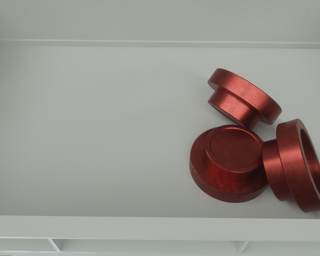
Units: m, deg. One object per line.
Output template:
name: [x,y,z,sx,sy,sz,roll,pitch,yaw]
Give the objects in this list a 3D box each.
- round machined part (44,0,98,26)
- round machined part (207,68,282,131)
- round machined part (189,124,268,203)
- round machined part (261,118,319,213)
round machined part: [-0.173,-0.243,0.600,0.099,0.042,0.098,0,50,0]
round machined part: [0.101,-0.031,0.397,0.098,0.098,0.042,37,95,27]
round machined part: [0.085,0.034,0.366,0.099,0.042,0.098,0,50,0]
round machined part: [0.144,0.042,0.336,0.042,0.098,0.098,-20,42,31]
